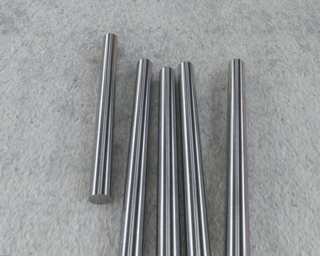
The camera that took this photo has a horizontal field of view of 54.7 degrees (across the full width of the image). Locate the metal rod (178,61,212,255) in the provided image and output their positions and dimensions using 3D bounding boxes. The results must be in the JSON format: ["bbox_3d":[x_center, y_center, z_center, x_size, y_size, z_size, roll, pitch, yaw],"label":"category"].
[{"bbox_3d":[0.039,0.021,0.385,0.025,0.025,0.300,1,50,0],"label":"metal rod"}]

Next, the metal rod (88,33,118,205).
[{"bbox_3d":[-0.075,-0.037,0.432,0.025,0.025,0.300,-3,50,-3],"label":"metal rod"}]

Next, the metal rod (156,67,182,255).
[{"bbox_3d":[0.009,0.032,0.376,0.025,0.025,0.300,1,50,0],"label":"metal rod"}]

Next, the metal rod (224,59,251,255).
[{"bbox_3d":[0.097,0.014,0.392,0.025,0.025,0.300,7,50,5],"label":"metal rod"}]

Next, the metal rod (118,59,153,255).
[{"bbox_3d":[-0.026,0.016,0.389,0.025,0.025,0.300,1,50,0],"label":"metal rod"}]
